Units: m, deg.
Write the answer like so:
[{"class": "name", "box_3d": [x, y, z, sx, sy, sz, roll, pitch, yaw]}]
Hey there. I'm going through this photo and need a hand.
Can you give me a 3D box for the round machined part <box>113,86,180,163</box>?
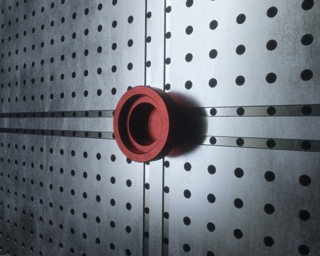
[{"class": "round machined part", "box_3d": [-0.013, -0.005, 0.407, 0.098, 0.042, 0.097, 0, 90, 39]}]
